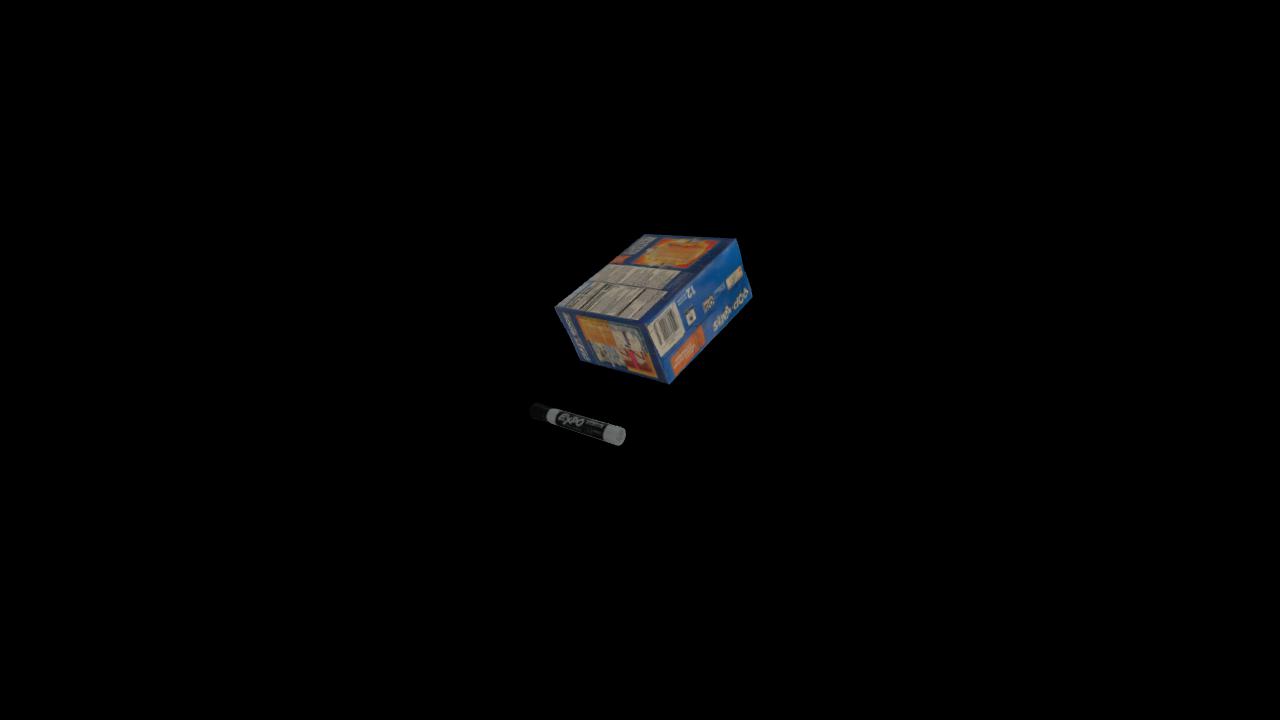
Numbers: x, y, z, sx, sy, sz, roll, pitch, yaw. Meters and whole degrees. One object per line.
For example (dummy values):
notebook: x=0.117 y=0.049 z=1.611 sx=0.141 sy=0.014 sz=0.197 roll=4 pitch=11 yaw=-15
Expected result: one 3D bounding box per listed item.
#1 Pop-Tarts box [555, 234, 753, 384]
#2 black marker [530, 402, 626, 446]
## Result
Pop-Tarts box: x=0.018 y=-0.065 z=0.693 sx=0.141 sy=0.083 sz=0.167 roll=14 pitch=46 yaw=41
black marker: x=-0.069 y=0.065 z=0.641 sx=0.121 sy=0.020 sz=0.020 roll=13 pitch=7 yaw=32
